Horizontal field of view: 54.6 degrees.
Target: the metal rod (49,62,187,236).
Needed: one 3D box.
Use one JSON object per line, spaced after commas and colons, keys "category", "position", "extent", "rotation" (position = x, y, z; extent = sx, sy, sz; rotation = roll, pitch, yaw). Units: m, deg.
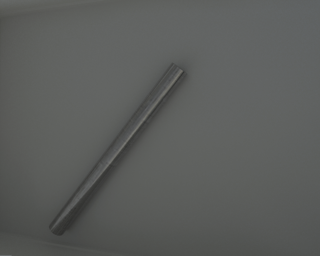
{"category": "metal rod", "position": [-0.065, 0.037, 0.433], "extent": [0.025, 0.025, 0.299], "rotation": [42, 103, 15]}
